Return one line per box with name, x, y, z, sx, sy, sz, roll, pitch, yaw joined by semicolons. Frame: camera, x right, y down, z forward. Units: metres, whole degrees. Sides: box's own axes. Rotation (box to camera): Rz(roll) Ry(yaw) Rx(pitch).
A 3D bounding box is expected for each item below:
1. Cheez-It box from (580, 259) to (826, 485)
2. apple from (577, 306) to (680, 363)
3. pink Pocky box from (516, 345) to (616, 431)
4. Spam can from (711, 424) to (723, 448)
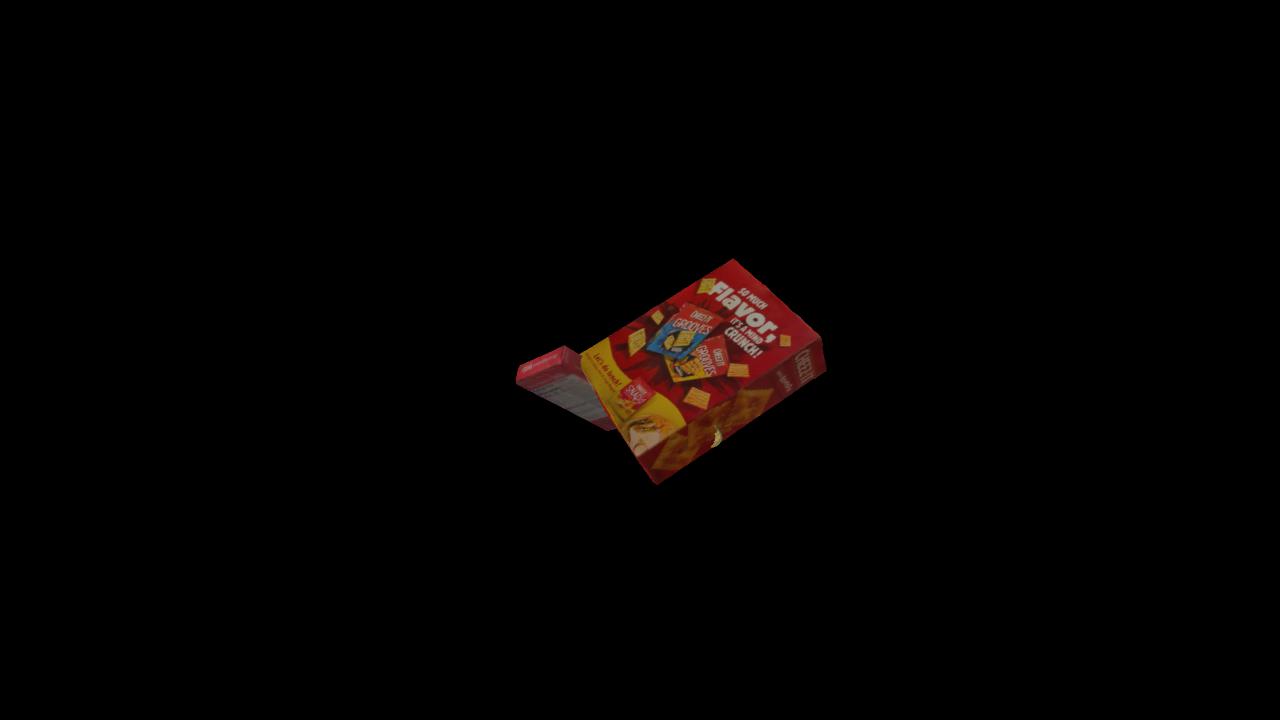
Cheez-It box;0.062;0.005;0.674;0.223;0.166;0.071;-33;-42;-4
apple;0.042;-0.033;0.729;0.079;0.079;0.093;0;-13;-22
pink Pocky box;-0.063;0.038;0.740;0.084;0.029;0.155;-21;-41;39
Spam can;0.050;0.050;0.671;0.101;0.058;0.085;-14;31;35
